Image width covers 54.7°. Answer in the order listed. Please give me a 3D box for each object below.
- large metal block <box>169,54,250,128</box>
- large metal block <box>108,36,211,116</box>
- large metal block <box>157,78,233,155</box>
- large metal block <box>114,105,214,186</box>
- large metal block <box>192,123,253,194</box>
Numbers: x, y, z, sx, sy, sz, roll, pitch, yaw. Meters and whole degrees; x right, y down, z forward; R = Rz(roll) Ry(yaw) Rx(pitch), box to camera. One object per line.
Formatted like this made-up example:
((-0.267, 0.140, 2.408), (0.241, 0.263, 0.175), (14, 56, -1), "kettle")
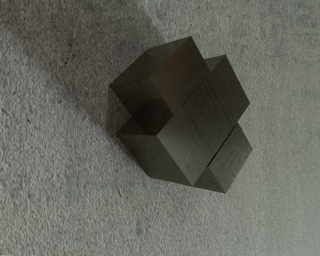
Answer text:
((0.063, -0.047, 0.426), (0.050, 0.080, 0.080), (-50, 120, -28), "large metal block")
((-0.001, -0.060, 0.372), (0.080, 0.080, 0.050), (-50, 120, -29), "large metal block")
((0.034, -0.013, 0.402), (0.050, 0.080, 0.080), (-50, 120, -28), "large metal block")
((0.005, 0.020, 0.377), (0.050, 0.080, 0.080), (-50, 120, -28), "large metal block")
((0.067, 0.038, 0.430), (0.080, 0.080, 0.050), (-50, 120, -29), "large metal block")
